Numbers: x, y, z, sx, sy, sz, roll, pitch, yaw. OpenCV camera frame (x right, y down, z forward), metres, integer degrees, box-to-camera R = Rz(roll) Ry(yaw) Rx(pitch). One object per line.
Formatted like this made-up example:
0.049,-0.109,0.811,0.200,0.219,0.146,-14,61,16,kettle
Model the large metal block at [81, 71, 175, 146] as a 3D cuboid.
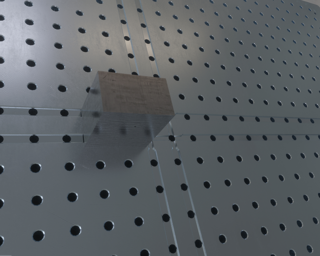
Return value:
-0.041,-0.018,0.362,0.081,0.080,0.050,2,61,-27,large metal block
